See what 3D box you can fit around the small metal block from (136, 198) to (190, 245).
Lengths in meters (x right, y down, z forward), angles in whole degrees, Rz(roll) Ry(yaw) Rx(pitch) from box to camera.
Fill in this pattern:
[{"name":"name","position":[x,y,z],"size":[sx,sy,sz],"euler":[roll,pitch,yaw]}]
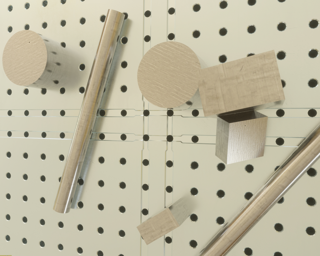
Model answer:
[{"name":"small metal block","position":[0.006,0.119,0.397],"size":[0.050,0.050,0.025],"euler":[-35,79,16]}]

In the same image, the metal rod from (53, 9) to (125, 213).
[{"name":"metal rod","position":[-0.104,-0.020,0.449],"size":[0.025,0.025,0.298],"euler":[19,96,19]}]

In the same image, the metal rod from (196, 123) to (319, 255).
[{"name":"metal rod","position":[0.129,0.079,0.366],"size":[0.025,0.025,0.299],"euler":[42,103,15]}]

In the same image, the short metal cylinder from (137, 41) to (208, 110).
[{"name":"short metal cylinder","position":[0.018,-0.064,0.393],"size":[0.080,0.050,0.080],"euler":[0,90,20]}]

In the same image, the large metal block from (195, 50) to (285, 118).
[{"name":"large metal block","position":[0.093,-0.044,0.350],"size":[0.080,0.080,0.050],"euler":[-12,86,19]}]

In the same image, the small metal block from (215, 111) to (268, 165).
[{"name":"small metal block","position":[0.093,0.010,0.357],"size":[0.050,0.025,0.050],"euler":[-10,113,-20]}]

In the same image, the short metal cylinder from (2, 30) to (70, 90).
[{"name":"short metal cylinder","position":[-0.185,-0.100,0.465],"size":[0.080,0.050,0.080],"euler":[0,90,20]}]
